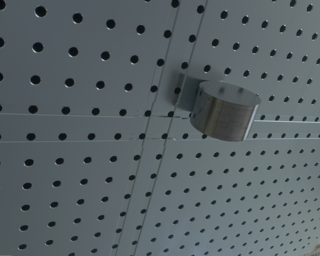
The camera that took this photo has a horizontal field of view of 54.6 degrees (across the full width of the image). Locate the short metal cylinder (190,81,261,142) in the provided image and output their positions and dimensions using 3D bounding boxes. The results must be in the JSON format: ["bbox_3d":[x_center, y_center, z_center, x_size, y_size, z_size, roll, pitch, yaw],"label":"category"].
[{"bbox_3d":[0.084,-0.024,0.406,0.081,0.080,0.050,-2,119,-28],"label":"short metal cylinder"}]
